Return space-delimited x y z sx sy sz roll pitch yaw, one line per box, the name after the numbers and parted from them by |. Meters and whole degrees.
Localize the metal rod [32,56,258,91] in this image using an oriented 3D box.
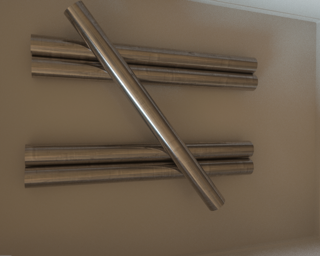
-0.005 -0.068 0.407 0.302 0.025 0.025 1 90 -20 | metal rod

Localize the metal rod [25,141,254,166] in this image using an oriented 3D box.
-0.011 0.031 0.404 0.302 0.025 0.025 0 90 -20 | metal rod

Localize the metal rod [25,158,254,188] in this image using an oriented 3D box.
-0.011 0.056 0.404 0.302 0.025 0.025 0 90 -20 | metal rod

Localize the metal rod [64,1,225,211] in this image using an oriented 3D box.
-0.011 -0.017 0.379 0.025 0.025 0.299 -40 103 -16 | metal rod

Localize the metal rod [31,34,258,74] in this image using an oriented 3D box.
-0.005 -0.093 0.406 0.302 0.025 0.025 1 90 -20 | metal rod
